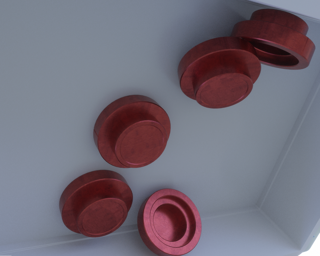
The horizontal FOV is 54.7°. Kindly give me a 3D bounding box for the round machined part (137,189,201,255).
[{"bbox_3d":[0.010,0.145,0.470,0.099,0.098,0.042,2,150,-30],"label":"round machined part"}]

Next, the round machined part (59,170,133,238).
[{"bbox_3d":[-0.083,0.109,0.421,0.099,0.042,0.097,-14,125,-21],"label":"round machined part"}]

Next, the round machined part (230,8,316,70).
[{"bbox_3d":[0.137,-0.108,0.374,0.099,0.098,0.042,19,93,-36],"label":"round machined part"}]

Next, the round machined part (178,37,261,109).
[{"bbox_3d":[0.073,-0.059,0.374,0.099,0.042,0.098,-6,150,-3],"label":"round machined part"}]

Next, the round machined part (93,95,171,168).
[{"bbox_3d":[-0.030,0.011,0.390,0.099,0.042,0.097,-14,125,-21],"label":"round machined part"}]
